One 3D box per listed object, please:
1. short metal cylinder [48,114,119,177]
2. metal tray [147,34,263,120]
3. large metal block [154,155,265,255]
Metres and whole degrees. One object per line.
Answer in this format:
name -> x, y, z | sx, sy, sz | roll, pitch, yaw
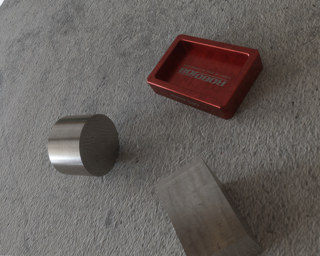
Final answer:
short metal cylinder -> -0.098, 0.022, 0.406 | 0.050, 0.080, 0.080 | -2, 61, 27
metal tray -> 0.057, -0.073, 0.415 | 0.130, 0.030, 0.090 | 25, 75, 36
large metal block -> 0.047, 0.085, 0.292 | 0.050, 0.080, 0.080 | -33, 52, 7
